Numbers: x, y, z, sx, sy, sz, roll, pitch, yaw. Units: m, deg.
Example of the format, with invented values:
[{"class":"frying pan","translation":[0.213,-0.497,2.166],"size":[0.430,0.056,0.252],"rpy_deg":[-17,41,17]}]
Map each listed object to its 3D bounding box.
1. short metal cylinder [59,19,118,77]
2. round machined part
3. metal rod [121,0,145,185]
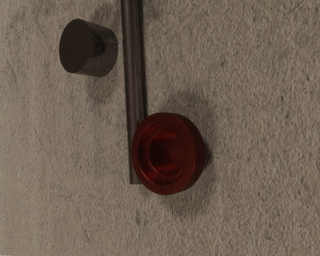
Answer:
[{"class":"short metal cylinder","translation":[-0.111,-0.121,0.477],"size":[0.080,0.050,0.079],"rpy_deg":[0,90,39]},{"class":"round machined part","translation":[0.014,0.030,0.381],"size":[0.098,0.042,0.097],"rpy_deg":[0,90,39]},{"class":"metal rod","translation":[-0.037,-0.073,0.433],"size":[0.025,0.025,0.298],"rpy_deg":[-5,87,39]}]
